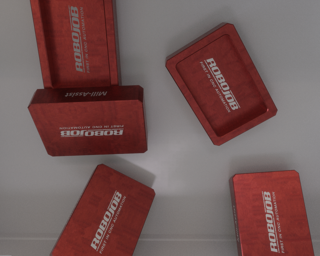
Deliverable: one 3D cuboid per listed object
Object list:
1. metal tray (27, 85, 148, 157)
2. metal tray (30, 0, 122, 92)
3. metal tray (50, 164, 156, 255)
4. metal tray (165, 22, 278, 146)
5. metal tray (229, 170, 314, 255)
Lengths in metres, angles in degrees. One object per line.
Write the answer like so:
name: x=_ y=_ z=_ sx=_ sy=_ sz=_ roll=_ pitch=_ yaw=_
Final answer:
metal tray: x=-0.083 y=-0.007 z=0.387 sx=0.131 sy=0.030 sz=0.089 roll=-2 pitch=134 yaw=0
metal tray: x=-0.096 y=-0.104 z=0.369 sx=0.091 sy=0.030 sz=0.129 roll=-2 pitch=110 yaw=0
metal tray: x=-0.070 y=0.124 z=0.405 sx=0.090 sy=0.130 sz=0.030 roll=29 pitch=147 yaw=-10
metal tray: x=0.077 y=-0.053 z=0.389 sx=0.090 sy=0.030 sz=0.130 roll=-30 pitch=108 yaw=10
metal tray: x=0.148 y=0.126 z=0.418 sx=0.091 sy=0.030 sz=0.129 roll=-4 pitch=74 yaw=1
